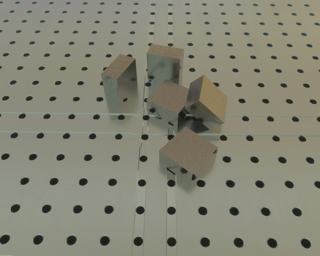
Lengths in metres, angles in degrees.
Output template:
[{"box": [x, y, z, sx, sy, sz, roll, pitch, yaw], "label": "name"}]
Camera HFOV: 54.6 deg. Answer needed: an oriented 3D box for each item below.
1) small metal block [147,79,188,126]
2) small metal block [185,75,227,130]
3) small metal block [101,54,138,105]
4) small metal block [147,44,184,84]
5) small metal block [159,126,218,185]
[{"box": [0.016, -0.037, 0.439, 0.050, 0.025, 0.050, 26, 55, 20], "label": "small metal block"}, {"box": [0.064, -0.035, 0.420, 0.050, 0.025, 0.050, 38, 46, -25], "label": "small metal block"}, {"box": [-0.057, -0.070, 0.451, 0.025, 0.050, 0.050, 21, 53, 17], "label": "small metal block"}, {"box": [0.008, -0.097, 0.473, 0.050, 0.050, 0.025, 12, 51, 10], "label": "small metal block"}, {"box": [0.035, 0.033, 0.380, 0.050, 0.025, 0.050, 34, 58, 25], "label": "small metal block"}]
